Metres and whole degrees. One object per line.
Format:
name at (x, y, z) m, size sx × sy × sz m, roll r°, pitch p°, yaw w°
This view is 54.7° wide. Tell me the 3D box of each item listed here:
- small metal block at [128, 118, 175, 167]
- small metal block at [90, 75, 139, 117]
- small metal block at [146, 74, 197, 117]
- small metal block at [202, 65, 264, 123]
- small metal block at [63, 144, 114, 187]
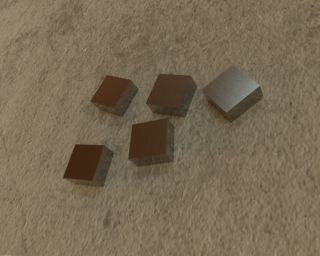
small metal block at (-0.010, 0.019, 0.396) m, size 0.050 × 0.025 × 0.050 m, roll -10°, pitch 57°, yaw 22°
small metal block at (-0.069, -0.049, 0.468) m, size 0.050 × 0.025 × 0.050 m, roll 17°, pitch 70°, yaw 34°
small metal block at (0.016, -0.045, 0.422) m, size 0.050 × 0.025 × 0.050 m, roll 10°, pitch 66°, yaw 32°
small metal block at (0.089, -0.043, 0.383) m, size 0.050 × 0.025 × 0.050 m, roll -39°, pitch 51°, yaw 1°
small metal block at (-0.097, 0.051, 0.422) m, size 0.050 × 0.025 × 0.050 m, roll 0°, pitch 62°, yaw 28°
